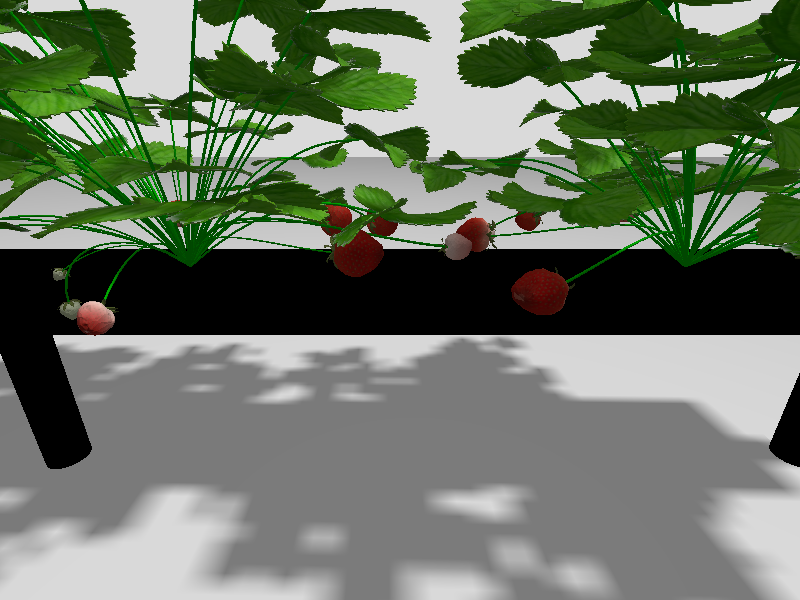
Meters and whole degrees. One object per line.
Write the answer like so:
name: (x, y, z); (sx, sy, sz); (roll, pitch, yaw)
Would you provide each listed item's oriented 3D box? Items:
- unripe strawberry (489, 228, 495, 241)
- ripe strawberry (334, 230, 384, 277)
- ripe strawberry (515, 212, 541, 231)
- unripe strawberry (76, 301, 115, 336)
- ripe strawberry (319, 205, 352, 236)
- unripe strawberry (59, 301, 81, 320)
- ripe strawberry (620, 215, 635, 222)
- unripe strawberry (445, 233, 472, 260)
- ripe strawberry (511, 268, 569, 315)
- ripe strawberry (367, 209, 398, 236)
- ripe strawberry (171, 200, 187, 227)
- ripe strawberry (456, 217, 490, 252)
unripe strawberry: (0.097, -0.073, 0.449); (0.019, 0.018, 0.021); (-52, -11, 35)
ripe strawberry: (-0.034, -0.040, 0.339); (0.042, 0.041, 0.039); (3, 22, 7)
ripe strawberry: (0.163, -0.105, 0.516); (0.030, 0.032, 0.033); (-12, 5, -28)
unripe strawberry: (-0.175, 0.012, 0.229); (0.017, 0.020, 0.019); (-2, 41, -6)
ripe strawberry: (-0.076, -0.099, 0.489); (0.039, 0.041, 0.042); (16, 26, 36)
unripe strawberry: (-0.207, 0.007, 0.252); (0.011, 0.011, 0.011); (3, 22, 8)
ripe strawberry: (0.322, -0.139, 0.580); (0.048, 0.050, 0.052); (5, 21, 14)
unripe strawberry: (0.057, -0.051, 0.385); (0.026, 0.026, 0.025); (-2, 21, -6)
ripe strawberry: (0.087, -0.004, 0.254); (0.031, 0.031, 0.034); (-14, 25, -30)
ripe strawberry: (-0.019, -0.098, 0.486); (0.041, 0.040, 0.038); (-16, 26, -36)
ripe strawberry: (-0.293, -0.116, 0.533); (0.038, 0.035, 0.035); (-11, 23, -27)
ripe strawberry: (0.074, -0.067, 0.408); (0.035, 0.035, 0.038); (5, 22, 15)
